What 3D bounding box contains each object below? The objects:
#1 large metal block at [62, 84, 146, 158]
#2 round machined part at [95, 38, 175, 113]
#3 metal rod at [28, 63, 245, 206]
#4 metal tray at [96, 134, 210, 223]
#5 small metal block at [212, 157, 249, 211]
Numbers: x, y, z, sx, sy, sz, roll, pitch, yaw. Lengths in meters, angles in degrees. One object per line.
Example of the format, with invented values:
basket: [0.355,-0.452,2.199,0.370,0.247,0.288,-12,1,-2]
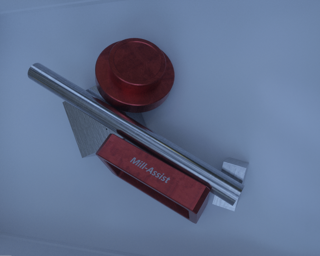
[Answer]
large metal block: [-0.072,-0.013,0.420,0.080,0.050,0.080,-24,82,18]
round machined part: [-0.030,-0.071,0.382,0.099,0.042,0.098,5,65,-10]
metal rod: [-0.041,-0.002,0.368,0.301,0.025,0.025,31,100,17]
metal tray: [-0.006,0.063,0.372,0.130,0.090,0.030,28,72,17]
small metal block: [0.085,0.064,0.365,0.025,0.050,0.050,15,95,19]
